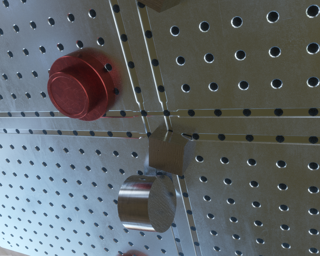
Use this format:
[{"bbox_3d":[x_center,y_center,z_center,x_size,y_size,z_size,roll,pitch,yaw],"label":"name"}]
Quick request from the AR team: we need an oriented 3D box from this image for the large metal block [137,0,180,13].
[{"bbox_3d":[-0.010,-0.170,0.295,0.080,0.050,0.079,32,129,7],"label":"large metal block"}]

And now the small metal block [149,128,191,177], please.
[{"bbox_3d":[0.013,0.033,0.425,0.050,0.025,0.050,15,125,20],"label":"small metal block"}]

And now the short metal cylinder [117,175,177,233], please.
[{"bbox_3d":[-0.017,0.109,0.452,0.050,0.080,0.080,-5,116,31],"label":"short metal cylinder"}]

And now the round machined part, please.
[{"bbox_3d":[-0.115,-0.052,0.429,0.098,0.042,0.097,13,124,20],"label":"round machined part"}]
